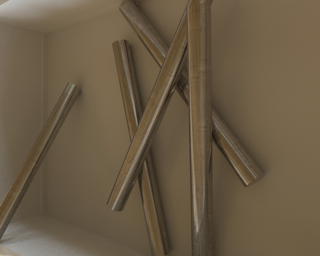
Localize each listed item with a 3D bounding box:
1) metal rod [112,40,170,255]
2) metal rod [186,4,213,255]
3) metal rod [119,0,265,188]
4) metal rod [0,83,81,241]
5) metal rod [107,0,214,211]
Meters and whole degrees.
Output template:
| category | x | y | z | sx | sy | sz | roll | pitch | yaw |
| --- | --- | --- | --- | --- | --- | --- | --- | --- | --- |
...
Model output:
| category | x | y | z | sx | sy | sz | roll | pitch | yaw |
| --- | --- | --- | --- | --- | --- | --- | --- | --- | --- |
| metal rod | -0.028 | 0.021 | 0.430 | 0.025 | 0.025 | 0.299 | -19 | 78 | 38 |
| metal rod | 0.045 | 0.023 | 0.340 | 0.025 | 0.025 | 0.298 | 6 | 103 | 40 |
| metal rod | 0.026 | -0.060 | 0.385 | 0.025 | 0.025 | 0.299 | -47 | 62 | 30 |
| metal rod | -0.207 | 0.062 | 0.495 | 0.025 | 0.025 | 0.299 | 13 | 72 | 39 |
| metal rod | -0.005 | -0.025 | 0.376 | 0.025 | 0.025 | 0.298 | 36 | 112 | 34 |
